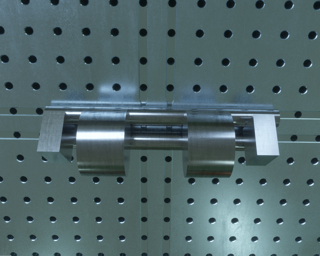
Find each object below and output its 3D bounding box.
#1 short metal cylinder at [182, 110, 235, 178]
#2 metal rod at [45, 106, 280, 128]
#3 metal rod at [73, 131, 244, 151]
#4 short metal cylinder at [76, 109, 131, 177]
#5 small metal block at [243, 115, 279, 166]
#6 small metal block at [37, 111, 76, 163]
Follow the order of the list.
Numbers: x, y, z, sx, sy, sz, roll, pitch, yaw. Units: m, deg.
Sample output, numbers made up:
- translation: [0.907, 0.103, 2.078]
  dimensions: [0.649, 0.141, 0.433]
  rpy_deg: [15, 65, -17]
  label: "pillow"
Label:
- translation: [0.055, 0.019, 0.368]
  dimensions: [0.050, 0.080, 0.079]
  rpy_deg: [1, 110, 0]
  label: "short metal cylinder"
- translation: [0.003, -0.015, 0.408]
  dimensions: [0.302, 0.025, 0.025]
  rpy_deg: [1, 110, -1]
  label: "metal rod"
- translation: [0.000, 0.018, 0.420]
  dimensions: [0.302, 0.025, 0.025]
  rpy_deg: [1, 110, -1]
  label: "metal rod"
- translation: [-0.063, 0.017, 0.366]
  dimensions: [0.050, 0.080, 0.079]
  rpy_deg: [1, 110, 0]
  label: "short metal cylinder"
- translation: [0.123, 0.016, 0.383]
  dimensions: [0.025, 0.050, 0.050]
  rpy_deg: [1, 69, 0]
  label: "small metal block"
- translation: [-0.125, 0.013, 0.380]
  dimensions: [0.025, 0.050, 0.050]
  rpy_deg: [1, 68, 0]
  label: "small metal block"
